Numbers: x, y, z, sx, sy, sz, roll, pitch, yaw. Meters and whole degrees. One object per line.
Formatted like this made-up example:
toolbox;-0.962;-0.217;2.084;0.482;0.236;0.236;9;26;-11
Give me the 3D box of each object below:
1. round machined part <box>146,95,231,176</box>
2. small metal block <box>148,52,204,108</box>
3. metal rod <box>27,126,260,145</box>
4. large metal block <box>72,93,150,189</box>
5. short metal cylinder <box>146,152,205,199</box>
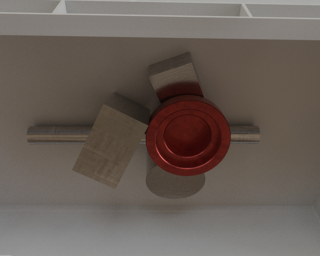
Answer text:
round machined part;0.033;0.006;0.377;0.099;0.042;0.097;0;113;0
small metal block;0.019;-0.054;0.362;0.050;0.025;0.050;-16;129;13
metal rod;-0.021;0.009;0.413;0.302;0.025;0.025;0;130;-1
large metal block;-0.053;0.011;0.360;0.050;0.080;0.080;26;103;-7
short metal cylinder;0.021;0.056;0.437;0.081;0.050;0.079;0;130;0
